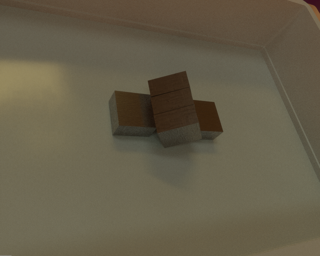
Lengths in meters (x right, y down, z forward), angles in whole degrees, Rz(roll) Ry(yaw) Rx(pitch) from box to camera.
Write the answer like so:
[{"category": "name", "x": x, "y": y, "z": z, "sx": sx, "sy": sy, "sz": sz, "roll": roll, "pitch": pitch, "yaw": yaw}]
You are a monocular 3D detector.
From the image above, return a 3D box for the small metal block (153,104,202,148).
[{"category": "small metal block", "x": 0.024, "y": -0.001, "z": 0.389, "sx": 0.050, "sy": 0.050, "sz": 0.025, "roll": -15, "pitch": 64, "yaw": 5}]

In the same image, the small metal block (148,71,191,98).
[{"category": "small metal block", "x": 0.016, "y": -0.046, "z": 0.412, "sx": 0.050, "sy": 0.050, "sz": 0.025, "roll": -14, "pitch": 63, "yaw": 5}]

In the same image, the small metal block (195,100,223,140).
[{"category": "small metal block", "x": 0.057, "y": -0.012, "z": 0.444, "sx": 0.050, "sy": 0.025, "sz": 0.050, "roll": 3, "pitch": 60, "yaw": -27}]

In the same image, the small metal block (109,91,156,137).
[{"category": "small metal block", "x": -0.035, "y": -0.018, "z": 0.397, "sx": 0.050, "sy": 0.025, "sz": 0.050, "roll": 4, "pitch": 60, "yaw": -27}]

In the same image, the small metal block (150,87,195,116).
[{"category": "small metal block", "x": 0.019, "y": -0.023, "z": 0.401, "sx": 0.050, "sy": 0.050, "sz": 0.025, "roll": -15, "pitch": 64, "yaw": 5}]
